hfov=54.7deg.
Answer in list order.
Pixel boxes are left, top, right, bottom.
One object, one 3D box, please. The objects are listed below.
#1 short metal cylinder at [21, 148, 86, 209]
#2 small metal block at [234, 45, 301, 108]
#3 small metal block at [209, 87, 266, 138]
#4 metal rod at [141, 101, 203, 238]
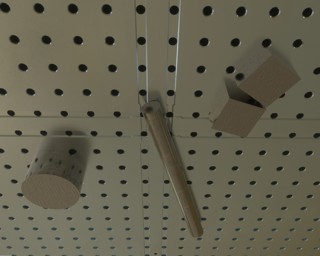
[{"bbox_3d":[-0.155,0.076,0.458,0.081,0.050,0.079,0,130,0],"label":"short metal cylinder"},{"bbox_3d":[0.124,-0.059,0.362,0.050,0.025,0.050,30,124,-23],"label":"small metal block"},{"bbox_3d":[0.097,-0.019,0.396,0.050,0.025,0.050,15,129,-13],"label":"small metal block"},{"bbox_3d":[0.028,0.083,0.482,0.025,0.025,0.299,-12,129,10],"label":"metal rod"}]
